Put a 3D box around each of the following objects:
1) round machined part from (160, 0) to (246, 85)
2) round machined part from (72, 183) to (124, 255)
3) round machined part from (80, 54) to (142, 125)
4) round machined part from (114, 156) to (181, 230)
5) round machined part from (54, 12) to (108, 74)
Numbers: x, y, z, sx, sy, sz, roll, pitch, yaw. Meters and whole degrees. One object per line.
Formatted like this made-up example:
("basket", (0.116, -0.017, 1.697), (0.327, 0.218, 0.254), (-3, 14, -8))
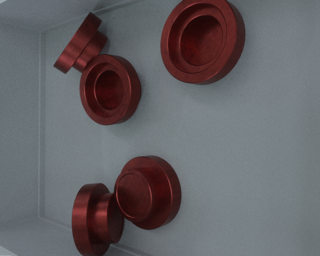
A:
("round machined part", (0.051, -0.098, 0.352), (0.098, 0.042, 0.097), (0, 90, 39))
("round machined part", (-0.080, 0.126, 0.432), (0.042, 0.098, 0.097), (-6, 86, 11))
("round machined part", (-0.066, -0.054, 0.443), (0.098, 0.042, 0.097), (5, 99, 34))
("round machined part", (-0.023, 0.087, 0.413), (0.098, 0.042, 0.097), (0, 90, 39))
("round machined part", (-0.115, -0.121, 0.467), (0.098, 0.042, 0.098), (-44, 24, 27))
